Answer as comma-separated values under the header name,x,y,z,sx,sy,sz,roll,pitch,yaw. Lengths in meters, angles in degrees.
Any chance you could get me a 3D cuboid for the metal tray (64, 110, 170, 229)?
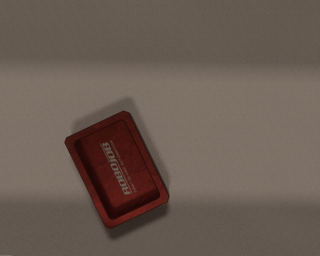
name,x,y,z,sx,sy,sz,roll,pitch,yaw
metal tray,-0.055,0.053,0.408,0.090,0.030,0.129,-26,90,-1
